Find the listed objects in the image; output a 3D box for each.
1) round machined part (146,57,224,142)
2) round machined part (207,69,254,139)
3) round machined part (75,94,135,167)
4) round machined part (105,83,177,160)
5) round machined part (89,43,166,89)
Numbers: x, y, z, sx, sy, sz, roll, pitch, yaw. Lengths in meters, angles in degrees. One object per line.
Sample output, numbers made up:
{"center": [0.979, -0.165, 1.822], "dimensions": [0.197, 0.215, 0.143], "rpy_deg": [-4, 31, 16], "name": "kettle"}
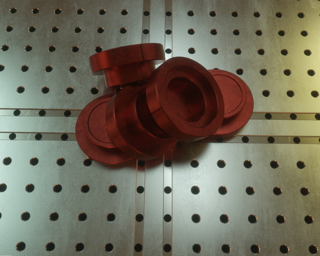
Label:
{"center": [0.025, -0.030, 0.363], "dimensions": [0.099, 0.042, 0.098], "rpy_deg": [14, 65, -31], "name": "round machined part"}
{"center": [0.077, -0.037, 0.417], "dimensions": [0.099, 0.042, 0.098], "rpy_deg": [0, 70, -1], "name": "round machined part"}
{"center": [-0.061, -0.001, 0.402], "dimensions": [0.099, 0.042, 0.098], "rpy_deg": [0, 70, -1], "name": "round machined part"}
{"center": [-0.013, -0.012, 0.382], "dimensions": [0.099, 0.042, 0.098], "rpy_deg": [17, 61, -33], "name": "round machined part"}
{"center": [-0.040, -0.078, 0.406], "dimensions": [0.099, 0.098, 0.042], "rpy_deg": [-12, 96, -5], "name": "round machined part"}
